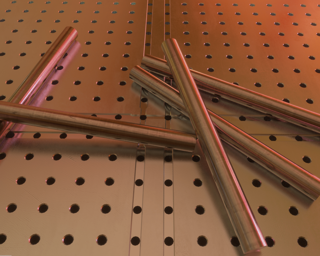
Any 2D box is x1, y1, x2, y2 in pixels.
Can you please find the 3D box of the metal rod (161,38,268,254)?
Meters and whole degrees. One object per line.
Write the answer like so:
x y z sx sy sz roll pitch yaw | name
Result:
0.054 -0.001 0.383 0.025 0.025 0.299 -12 59 -10 | metal rod

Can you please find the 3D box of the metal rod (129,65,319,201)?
0.072 -0.006 0.413 0.300 0.025 0.025 36 58 26 | metal rod

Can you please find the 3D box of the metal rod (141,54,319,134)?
0.108 -0.051 0.451 0.301 0.025 0.025 23 54 18 | metal rod

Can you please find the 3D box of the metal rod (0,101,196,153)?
-0.105 -0.006 0.391 0.302 0.025 0.025 10 50 -1 | metal rod

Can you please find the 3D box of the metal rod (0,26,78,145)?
-0.192 -0.057 0.452 0.025 0.025 0.300 11 51 8 | metal rod
